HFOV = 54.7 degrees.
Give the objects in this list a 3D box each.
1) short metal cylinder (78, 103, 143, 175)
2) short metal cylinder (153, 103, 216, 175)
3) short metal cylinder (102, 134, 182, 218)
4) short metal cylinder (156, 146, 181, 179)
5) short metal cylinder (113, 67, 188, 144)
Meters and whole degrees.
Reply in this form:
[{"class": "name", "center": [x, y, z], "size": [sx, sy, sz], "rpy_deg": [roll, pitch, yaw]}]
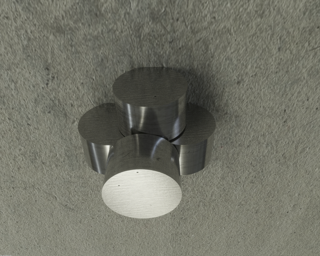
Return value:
[{"class": "short metal cylinder", "center": [-0.056, 0.012, 0.382], "size": [0.081, 0.080, 0.050], "rpy_deg": [-1, 130, 0]}, {"class": "short metal cylinder", "center": [0.026, 0.012, 0.383], "size": [0.081, 0.080, 0.050], "rpy_deg": [0, 130, 0]}, {"class": "short metal cylinder", "center": [-0.018, 0.052, 0.331], "size": [0.081, 0.050, 0.079], "rpy_deg": [0, 130, 0]}, {"class": "short metal cylinder", "center": [-0.011, 0.050, 0.415], "size": [0.081, 0.080, 0.050], "rpy_deg": [0, 130, -1]}, {"class": "short metal cylinder", "center": [-0.010, -0.027, 0.349], "size": [0.081, 0.080, 0.050], "rpy_deg": [-1, 130, 0]}]
